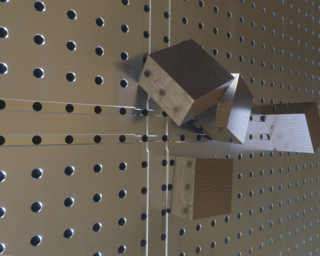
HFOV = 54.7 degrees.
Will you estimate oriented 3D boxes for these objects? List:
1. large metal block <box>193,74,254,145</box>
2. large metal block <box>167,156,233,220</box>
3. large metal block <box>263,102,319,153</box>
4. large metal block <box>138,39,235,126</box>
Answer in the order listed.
[{"bbox_3d":[0.098,-0.027,0.464,0.080,0.050,0.080,34,68,-54],"label":"large metal block"},{"bbox_3d":[0.058,0.082,0.445,0.081,0.050,0.080,5,87,-40],"label":"large metal block"},{"bbox_3d":[0.255,-0.002,0.591,0.050,0.080,0.080,-35,112,-35],"label":"large metal block"},{"bbox_3d":[0.033,-0.061,0.397,0.081,0.050,0.080,-30,69,-36],"label":"large metal block"}]
